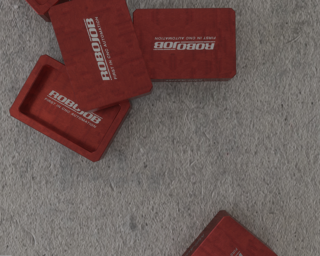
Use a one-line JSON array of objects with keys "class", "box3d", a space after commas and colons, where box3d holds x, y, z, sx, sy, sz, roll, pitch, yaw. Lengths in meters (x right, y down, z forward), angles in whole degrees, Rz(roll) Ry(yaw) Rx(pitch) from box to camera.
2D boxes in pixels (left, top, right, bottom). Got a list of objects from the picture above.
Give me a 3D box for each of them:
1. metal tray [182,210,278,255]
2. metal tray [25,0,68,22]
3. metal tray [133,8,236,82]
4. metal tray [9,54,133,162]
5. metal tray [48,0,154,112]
[{"class": "metal tray", "box3d": [0.078, 0.187, 0.408, 0.090, 0.030, 0.130, 40, 90, 0]}, {"class": "metal tray", "box3d": [-0.133, -0.217, 0.406, 0.130, 0.030, 0.090, -42, 90, 0]}, {"class": "metal tray", "box3d": [0.031, -0.108, 0.407, 0.131, 0.030, 0.089, -1, 90, 0]}, {"class": "metal tray", "box3d": [-0.114, -0.025, 0.406, 0.130, 0.030, 0.090, 30, 90, 0]}, {"class": "metal tray", "box3d": [-0.069, -0.092, 0.376, 0.090, 0.030, 0.129, -17, 90, 0]}]
